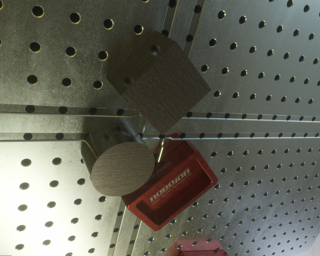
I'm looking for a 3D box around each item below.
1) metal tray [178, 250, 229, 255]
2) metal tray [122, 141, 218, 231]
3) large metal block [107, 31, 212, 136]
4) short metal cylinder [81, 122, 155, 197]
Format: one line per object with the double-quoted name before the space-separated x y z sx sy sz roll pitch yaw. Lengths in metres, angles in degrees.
"metal tray" 0.079 0.298 0.638 0.131 0.030 0.089 14 111 -35
"metal tray" 0.018 0.091 0.475 0.130 0.030 0.090 -39 130 -3
"large metal block" 0.000 -0.051 0.365 0.080 0.050 0.080 -44 130 2
"short metal cylinder" -0.053 0.039 0.391 0.081 0.050 0.079 -14 124 -21
